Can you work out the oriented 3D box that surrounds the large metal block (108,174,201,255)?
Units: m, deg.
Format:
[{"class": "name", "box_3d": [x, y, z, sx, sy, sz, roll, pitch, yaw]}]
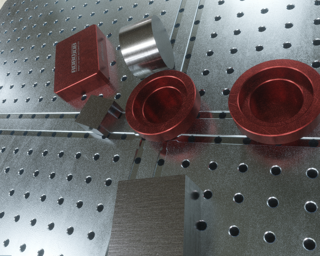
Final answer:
[{"class": "large metal block", "box_3d": [-0.003, 0.100, 0.332, 0.080, 0.050, 0.080, -9, 58, 23]}]

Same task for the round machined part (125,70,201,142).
[{"class": "round machined part", "box_3d": [0.007, -0.025, 0.409, 0.098, 0.042, 0.098, -13, 56, 21]}]

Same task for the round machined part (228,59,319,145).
[{"class": "round machined part", "box_3d": [0.130, -0.025, 0.345, 0.098, 0.042, 0.098, -13, 56, 21]}]

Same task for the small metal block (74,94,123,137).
[{"class": "small metal block", "box_3d": [-0.093, -0.019, 0.469, 0.050, 0.025, 0.050, 17, 70, 34]}]

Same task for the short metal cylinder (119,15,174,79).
[{"class": "short metal cylinder", "box_3d": [-0.018, -0.118, 0.454, 0.050, 0.080, 0.080, -15, 56, 20]}]

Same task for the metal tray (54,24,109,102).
[{"class": "metal tray", "box_3d": [-0.141, -0.117, 0.552, 0.090, 0.030, 0.130, -22, 53, 15]}]
